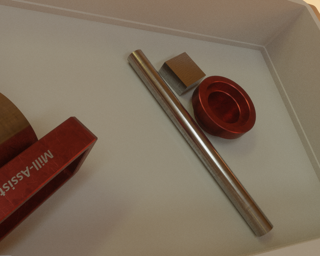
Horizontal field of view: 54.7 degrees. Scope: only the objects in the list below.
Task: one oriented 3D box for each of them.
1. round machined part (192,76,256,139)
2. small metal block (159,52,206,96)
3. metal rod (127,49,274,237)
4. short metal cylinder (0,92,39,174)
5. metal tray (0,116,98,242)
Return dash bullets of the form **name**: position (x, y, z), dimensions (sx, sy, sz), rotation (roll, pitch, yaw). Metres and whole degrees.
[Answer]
- **round machined part**: position (0.090, -0.026, 0.461), dimensions (0.099, 0.042, 0.098), rotation (14, 56, -21)
- **small metal block**: position (0.034, -0.084, 0.477), dimensions (0.050, 0.025, 0.050), rotation (50, 51, 6)
- **metal rod**: position (0.049, 0.013, 0.425), dimensions (0.025, 0.025, 0.299), rotation (-28, 77, -38)
- **short metal cylinder**: position (-0.157, 0.010, 0.280), dimensions (0.080, 0.080, 0.050), rotation (44, 51, 1)
- **metal tray**: position (-0.118, 0.054, 0.267), dimensions (0.030, 0.090, 0.131), rotation (44, 51, 1)
